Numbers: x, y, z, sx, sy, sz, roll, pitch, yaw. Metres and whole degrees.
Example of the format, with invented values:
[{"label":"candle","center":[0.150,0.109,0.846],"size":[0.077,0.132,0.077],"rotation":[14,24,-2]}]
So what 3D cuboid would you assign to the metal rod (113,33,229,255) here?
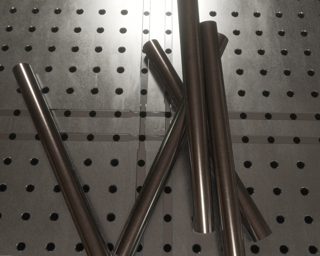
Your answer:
[{"label":"metal rod","center":[0.018,0.013,0.386],"size":[0.025,0.025,0.299],"rotation":[23,79,8]}]

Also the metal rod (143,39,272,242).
[{"label":"metal rod","center":[0.054,0.004,0.411],"size":[0.025,0.025,0.299],"rotation":[-25,72,-9]}]

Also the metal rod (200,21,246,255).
[{"label":"metal rod","center":[0.073,0.020,0.369],"size":[0.025,0.025,0.298],"rotation":[-6,84,-2]}]

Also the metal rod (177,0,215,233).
[{"label":"metal rod","center":[0.042,-0.028,0.369],"size":[0.025,0.025,0.298],"rotation":[-4,90,-2]}]

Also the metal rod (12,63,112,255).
[{"label":"metal rod","center":[-0.128,0.041,0.395],"size":[0.025,0.025,0.299],"rotation":[-26,72,-9]}]
